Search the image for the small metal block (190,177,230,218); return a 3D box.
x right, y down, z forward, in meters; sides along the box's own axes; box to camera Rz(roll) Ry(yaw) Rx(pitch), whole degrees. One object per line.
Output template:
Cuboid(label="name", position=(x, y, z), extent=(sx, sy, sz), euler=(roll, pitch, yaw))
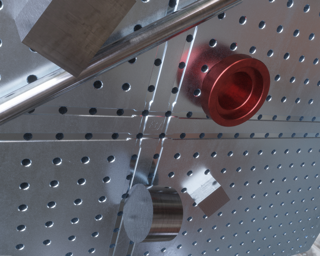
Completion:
Cuboid(label="small metal block", position=(0.087, 0.120, 0.536), extent=(0.050, 0.025, 0.050), euler=(-38, 130, -3))

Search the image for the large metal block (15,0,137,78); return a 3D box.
Cuboid(label="large metal block", position=(-0.078, -0.102, 0.271), extent=(0.050, 0.080, 0.080), euler=(34, 99, -39))

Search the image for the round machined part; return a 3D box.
Cuboid(label="round machined part", position=(0.097, -0.054, 0.422), extent=(0.099, 0.042, 0.097), euler=(-14, 125, -21))

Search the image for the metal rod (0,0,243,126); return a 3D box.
Cuboid(label="metal rod", position=(-0.039, -0.085, 0.338), extent=(0.302, 0.025, 0.025), euler=(-29, 129, -10))

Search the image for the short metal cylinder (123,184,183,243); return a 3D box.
Cuboid(label="short metal cylinder", position=(-0.012, 0.122, 0.447), extent=(0.050, 0.080, 0.079), euler=(12, 112, -34))
